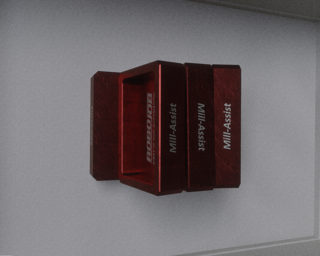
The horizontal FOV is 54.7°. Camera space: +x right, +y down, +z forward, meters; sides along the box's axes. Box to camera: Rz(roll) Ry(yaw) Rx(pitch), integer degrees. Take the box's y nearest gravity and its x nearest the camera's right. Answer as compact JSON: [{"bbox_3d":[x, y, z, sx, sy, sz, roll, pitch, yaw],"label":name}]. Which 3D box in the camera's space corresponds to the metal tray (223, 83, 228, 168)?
[{"bbox_3d":[0.045,0.000,0.423,0.091,0.030,0.129,1,90,-20],"label":"metal tray"}]

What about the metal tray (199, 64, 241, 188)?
[{"bbox_3d":[0.065,-0.002,0.363,0.030,0.090,0.129,0,90,-6],"label":"metal tray"}]

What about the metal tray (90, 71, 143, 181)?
[{"bbox_3d":[-0.040,-0.002,0.390,0.091,0.030,0.129,1,90,-20],"label":"metal tray"}]

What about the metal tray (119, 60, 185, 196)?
[{"bbox_3d":[-0.012,0.000,0.335,0.030,0.090,0.129,0,90,-33],"label":"metal tray"}]

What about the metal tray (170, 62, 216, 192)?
[{"bbox_3d":[0.026,0.000,0.350,0.030,0.090,0.129,0,88,-20],"label":"metal tray"}]
